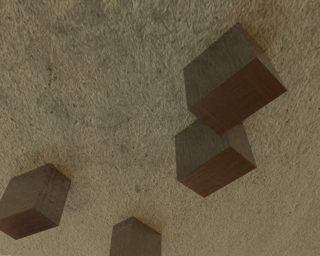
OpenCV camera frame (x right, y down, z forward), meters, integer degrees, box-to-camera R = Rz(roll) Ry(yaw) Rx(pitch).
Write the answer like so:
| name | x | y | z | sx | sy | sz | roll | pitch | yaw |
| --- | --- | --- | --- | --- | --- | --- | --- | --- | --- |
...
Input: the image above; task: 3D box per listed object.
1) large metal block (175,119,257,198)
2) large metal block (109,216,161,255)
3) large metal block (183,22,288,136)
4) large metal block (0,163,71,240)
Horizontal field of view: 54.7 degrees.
| name | x | y | z | sx | sy | sz | roll | pitch | yaw |
| --- | --- | --- | --- | --- | --- | --- | --- | --- | --- |
| large metal block | 0.066 | 0.029 | 0.396 | 0.050 | 0.080 | 0.080 | 37 | 121 | -27 |
| large metal block | -0.043 | 0.220 | 0.558 | 0.050 | 0.080 | 0.080 | -33 | 123 | 25 |
| large metal block | 0.073 | -0.052 | 0.327 | 0.050 | 0.080 | 0.080 | 37 | 121 | -27 |
| large metal block | -0.189 | 0.109 | 0.462 | 0.080 | 0.080 | 0.050 | -22 | 127 | 17 |
